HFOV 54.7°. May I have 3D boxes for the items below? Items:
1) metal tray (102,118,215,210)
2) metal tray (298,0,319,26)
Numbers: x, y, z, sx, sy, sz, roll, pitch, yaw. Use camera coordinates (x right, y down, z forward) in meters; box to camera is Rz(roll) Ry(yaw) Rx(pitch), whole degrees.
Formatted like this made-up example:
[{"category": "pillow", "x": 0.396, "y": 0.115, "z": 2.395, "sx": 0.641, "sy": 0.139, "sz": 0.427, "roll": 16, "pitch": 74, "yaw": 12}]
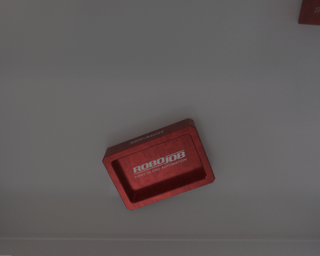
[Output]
[{"category": "metal tray", "x": -0.001, "y": 0.051, "z": 0.427, "sx": 0.130, "sy": 0.030, "sz": 0.090, "roll": -21, "pitch": 109, "yaw": 7}, {"category": "metal tray", "x": 0.213, "y": -0.116, "z": 0.314, "sx": 0.091, "sy": 0.130, "sz": 0.030, "roll": 4, "pitch": 110, "yaw": -2}]
